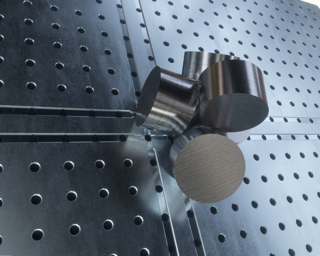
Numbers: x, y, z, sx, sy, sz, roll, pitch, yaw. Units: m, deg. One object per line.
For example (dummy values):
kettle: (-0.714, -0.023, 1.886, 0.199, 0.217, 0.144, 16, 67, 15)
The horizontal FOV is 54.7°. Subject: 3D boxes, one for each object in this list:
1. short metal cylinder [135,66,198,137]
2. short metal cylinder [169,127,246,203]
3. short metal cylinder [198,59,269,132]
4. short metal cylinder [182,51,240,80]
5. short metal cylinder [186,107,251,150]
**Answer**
short metal cylinder: (0.007, -0.033, 0.396, 0.050, 0.080, 0.080, 17, 55, -18)
short metal cylinder: (0.054, 0.042, 0.368, 0.081, 0.050, 0.079, -1, 98, -5)
short metal cylinder: (0.087, -0.037, 0.376, 0.081, 0.080, 0.050, 16, 55, -19)
short metal cylinder: (0.072, -0.081, 0.452, 0.081, 0.080, 0.050, 2, 101, -27)
short metal cylinder: (0.079, -0.004, 0.435, 0.081, 0.050, 0.080, 13, 55, -20)
